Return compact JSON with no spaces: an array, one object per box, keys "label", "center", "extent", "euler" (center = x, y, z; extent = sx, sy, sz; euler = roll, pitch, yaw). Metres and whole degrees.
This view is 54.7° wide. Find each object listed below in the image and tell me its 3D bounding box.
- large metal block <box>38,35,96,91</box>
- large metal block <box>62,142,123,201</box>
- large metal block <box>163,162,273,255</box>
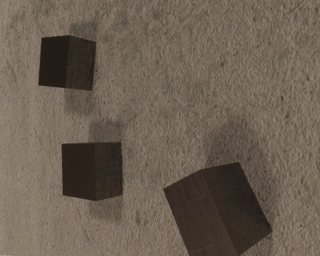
[{"label":"large metal block","center":[-0.155,-0.106,0.513],"extent":[0.080,0.050,0.079],"euler":[10,96,39]},{"label":"large metal block","center":[-0.104,0.062,0.472],"extent":[0.080,0.050,0.079],"euler":[-3,88,39]},{"label":"large metal block","center":[0.060,0.085,0.318],"extent":[0.050,0.081,0.080],"euler":[-35,69,34]}]
